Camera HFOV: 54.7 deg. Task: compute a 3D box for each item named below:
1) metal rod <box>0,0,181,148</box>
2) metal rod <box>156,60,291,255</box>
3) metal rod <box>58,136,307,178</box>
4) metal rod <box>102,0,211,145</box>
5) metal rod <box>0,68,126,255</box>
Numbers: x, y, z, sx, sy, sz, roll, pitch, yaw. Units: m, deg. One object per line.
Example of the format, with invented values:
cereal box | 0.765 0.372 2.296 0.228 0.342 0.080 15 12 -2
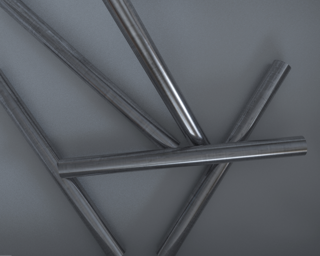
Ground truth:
metal rod | -0.093 -0.071 0.410 0.300 0.025 0.025 42 90 0
metal rod | 0.084 0.043 0.411 0.025 0.025 0.299 32 90 0
metal rod | 0.027 0.036 0.387 0.302 0.025 0.025 -6 90 1
metal rod | -0.014 -0.084 0.348 0.025 0.025 0.299 -33 116 0
metal rod | -0.140 0.046 0.410 0.025 0.025 0.299 -35 90 0
